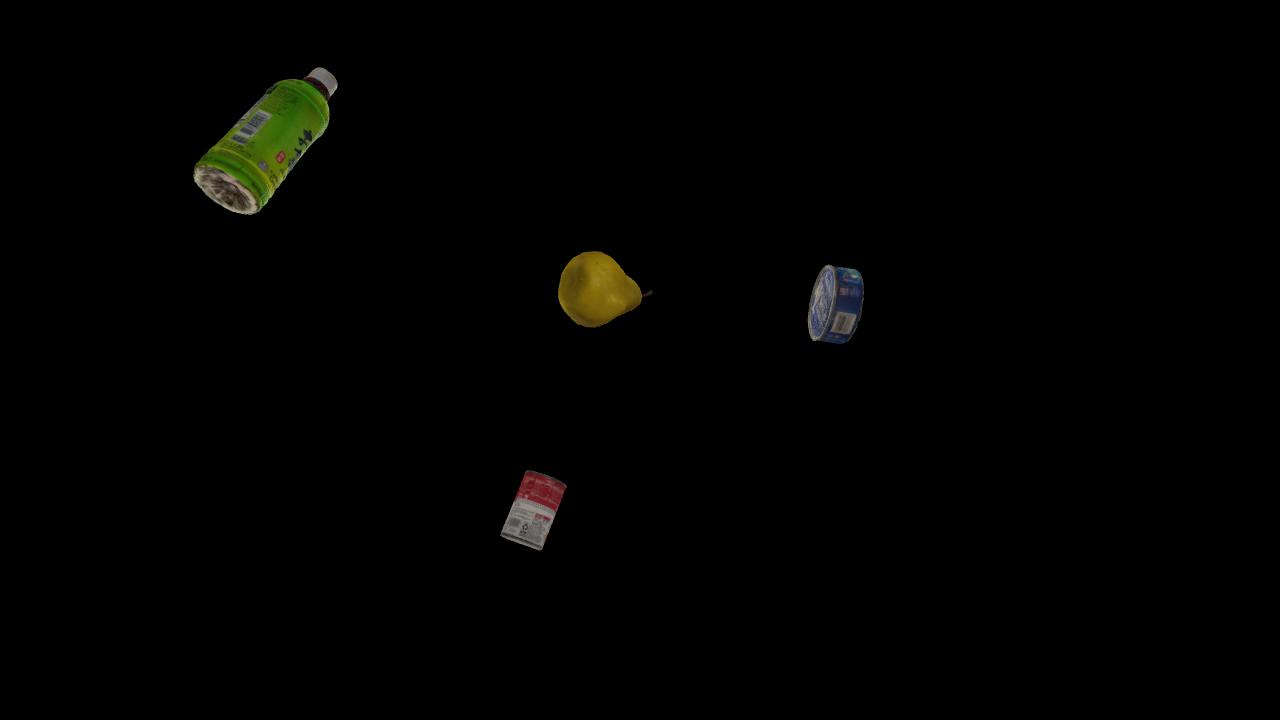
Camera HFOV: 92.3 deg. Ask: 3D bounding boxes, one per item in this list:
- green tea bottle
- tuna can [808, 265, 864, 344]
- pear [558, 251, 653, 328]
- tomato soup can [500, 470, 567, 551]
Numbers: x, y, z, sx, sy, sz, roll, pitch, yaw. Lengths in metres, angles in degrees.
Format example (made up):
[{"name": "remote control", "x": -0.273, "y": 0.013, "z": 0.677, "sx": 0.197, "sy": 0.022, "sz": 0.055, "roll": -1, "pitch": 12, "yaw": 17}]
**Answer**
[{"name": "green tea bottle", "x": -0.411, "y": -0.261, "z": 0.700, "sx": 0.073, "sy": 0.212, "sz": 0.073, "roll": 12, "pitch": -31, "yaw": 7}, {"name": "tuna can", "x": 0.213, "y": -0.060, "z": 0.670, "sx": 0.034, "sy": 0.084, "sz": 0.084, "roll": 8, "pitch": 0, "yaw": 0}, {"name": "pear", "x": -0.033, "y": -0.070, "z": 0.667, "sx": 0.111, "sy": 0.080, "sz": 0.080, "roll": 17, "pitch": -11, "yaw": -41}, {"name": "tomato soup can", "x": -0.158, "y": 0.225, "z": 0.920, "sx": 0.068, "sy": 0.101, "sz": 0.068, "roll": 16, "pitch": -23, "yaw": 7}]
